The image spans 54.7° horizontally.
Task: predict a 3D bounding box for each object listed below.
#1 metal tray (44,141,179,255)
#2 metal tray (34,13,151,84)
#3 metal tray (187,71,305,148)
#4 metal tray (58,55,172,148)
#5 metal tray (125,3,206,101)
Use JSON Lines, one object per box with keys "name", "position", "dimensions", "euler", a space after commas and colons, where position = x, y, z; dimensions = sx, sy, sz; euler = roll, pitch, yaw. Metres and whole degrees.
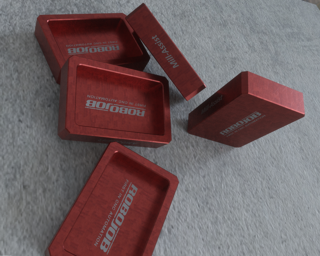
{"name": "metal tray", "position": [-0.043, 0.089, 0.320], "dimensions": [0.090, 0.030, 0.130], "euler": [31, 54, -9]}
{"name": "metal tray", "position": [-0.089, -0.111, 0.421], "dimensions": [0.131, 0.030, 0.090], "euler": [-17, 71, -35]}
{"name": "metal tray", "position": [0.106, -0.017, 0.404], "dimensions": [0.091, 0.129, 0.030], "euler": [16, 63, -19]}
{"name": "metal tray", "position": [-0.050, -0.027, 0.370], "dimensions": [0.131, 0.030, 0.090], "euler": [8, 71, -31]}
{"name": "metal tray", "position": [0.012, -0.098, 0.423], "dimensions": [0.130, 0.030, 0.090], "euler": [53, 9, -1]}
